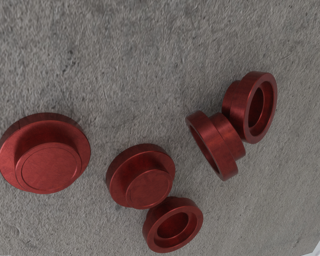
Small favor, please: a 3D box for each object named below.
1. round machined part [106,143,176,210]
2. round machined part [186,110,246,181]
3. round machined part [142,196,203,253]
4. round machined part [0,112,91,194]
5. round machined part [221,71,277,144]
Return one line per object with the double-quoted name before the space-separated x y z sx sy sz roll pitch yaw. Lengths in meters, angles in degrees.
"round machined part" -0.022 0.073 0.429 0.099 0.042 0.097 -14 124 -21
"round machined part" 0.077 0.018 0.410 0.042 0.098 0.098 -30 129 -1
"round machined part" 0.017 0.149 0.497 0.099 0.042 0.097 -14 124 -21
"round machined part" -0.127 0.035 0.348 0.099 0.042 0.097 -14 124 -21
"round machined part" 0.121 -0.030 0.428 0.099 0.042 0.097 -21 118 -44
